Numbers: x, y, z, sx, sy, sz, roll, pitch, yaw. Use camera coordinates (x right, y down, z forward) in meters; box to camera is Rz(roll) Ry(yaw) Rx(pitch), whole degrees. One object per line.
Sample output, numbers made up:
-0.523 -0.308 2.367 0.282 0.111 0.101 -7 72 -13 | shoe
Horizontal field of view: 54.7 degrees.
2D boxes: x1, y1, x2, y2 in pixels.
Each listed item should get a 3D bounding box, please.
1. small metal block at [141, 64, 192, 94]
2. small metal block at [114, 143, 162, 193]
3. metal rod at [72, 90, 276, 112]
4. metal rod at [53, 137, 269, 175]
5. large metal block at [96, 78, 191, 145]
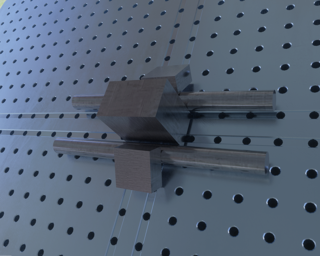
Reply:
0.010 -0.066 0.424 0.050 0.025 0.050 1 28 28 | small metal block
-0.026 0.047 0.373 0.050 0.025 0.050 3 101 29 | small metal block
-0.001 -0.036 0.426 0.300 0.025 0.025 2 63 29 | metal rod
-0.020 0.032 0.395 0.300 0.025 0.025 2 63 29 | metal rod
-0.017 -0.016 0.386 0.080 0.080 0.050 2 63 29 | large metal block
